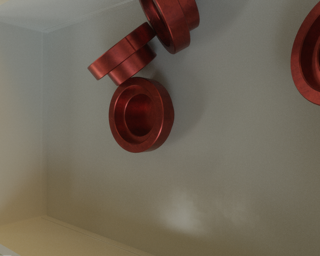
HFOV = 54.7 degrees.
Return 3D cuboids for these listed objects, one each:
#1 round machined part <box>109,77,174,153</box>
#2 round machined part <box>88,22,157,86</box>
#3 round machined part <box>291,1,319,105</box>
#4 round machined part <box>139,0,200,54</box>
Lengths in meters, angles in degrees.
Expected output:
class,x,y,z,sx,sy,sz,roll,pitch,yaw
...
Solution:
class,x,y,z,sx,sy,sz,roll,pitch,yaw
round machined part,-0.020,-0.017,0.412,0.098,0.042,0.097,0,90,40
round machined part,-0.043,-0.092,0.408,0.098,0.098,0.042,-27,109,37
round machined part,0.158,-0.062,0.248,0.098,0.042,0.097,-172,90,-68
round machined part,0.012,-0.140,0.363,0.042,0.098,0.098,-30,67,-2
